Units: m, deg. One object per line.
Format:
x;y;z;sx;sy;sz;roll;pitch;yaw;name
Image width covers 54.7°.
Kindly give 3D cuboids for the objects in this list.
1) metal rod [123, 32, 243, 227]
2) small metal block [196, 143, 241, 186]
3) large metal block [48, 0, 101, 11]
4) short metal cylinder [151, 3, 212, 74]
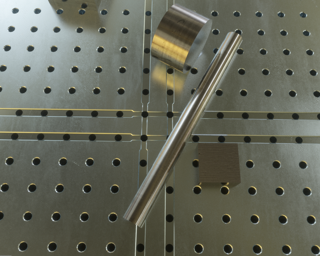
0.039;-0.011;0.415;0.025;0.025;0.300;27;72;9;metal rod
0.073;0.047;0.395;0.050;0.025;0.050;0;70;0;small metal block
-0.130;-0.239;0.485;0.080;0.050;0.080;11;70;4;large metal block
0.030;-0.122;0.427;0.050;0.080;0.080;30;73;10;short metal cylinder
